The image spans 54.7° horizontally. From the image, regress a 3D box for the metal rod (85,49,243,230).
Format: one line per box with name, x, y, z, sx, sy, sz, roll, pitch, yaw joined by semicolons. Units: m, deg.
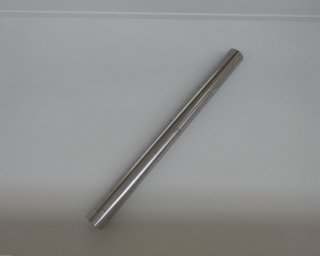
metal rod;0.016;0.004;0.408;0.025;0.025;0.301;37;74;12
